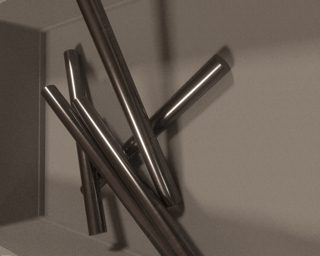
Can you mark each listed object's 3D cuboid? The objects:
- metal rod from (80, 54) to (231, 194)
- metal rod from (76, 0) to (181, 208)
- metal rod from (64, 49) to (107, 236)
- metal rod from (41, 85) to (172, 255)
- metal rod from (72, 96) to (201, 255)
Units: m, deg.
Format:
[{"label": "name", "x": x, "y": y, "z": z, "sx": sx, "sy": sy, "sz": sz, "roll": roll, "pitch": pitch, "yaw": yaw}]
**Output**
[{"label": "metal rod", "x": -0.024, "y": 0.014, "z": 0.424, "sx": 0.299, "sy": 0.025, "sz": 0.025, "roll": -43, "pitch": 64, "yaw": 31}, {"label": "metal rod", "x": -0.039, "y": -0.041, "z": 0.364, "sx": 0.025, "sy": 0.025, "sz": 0.298, "roll": -12, "pitch": 106, "yaw": 39}, {"label": "metal rod", "x": -0.118, "y": 0.009, "z": 0.478, "sx": 0.025, "sy": 0.025, "sz": 0.299, "roll": -29, "pitch": 65, "yaw": 36}, {"label": "metal rod", "x": -0.077, "y": 0.052, "z": 0.434, "sx": 0.300, "sy": 0.025, "sz": 0.025, "roll": 49, "pitch": 119, "yaw": 16}, {"label": "metal rod", "x": -0.034, "y": 0.066, "z": 0.401, "sx": 0.300, "sy": 0.025, "sz": 0.025, "roll": 51, "pitch": 120, "yaw": 25}]
